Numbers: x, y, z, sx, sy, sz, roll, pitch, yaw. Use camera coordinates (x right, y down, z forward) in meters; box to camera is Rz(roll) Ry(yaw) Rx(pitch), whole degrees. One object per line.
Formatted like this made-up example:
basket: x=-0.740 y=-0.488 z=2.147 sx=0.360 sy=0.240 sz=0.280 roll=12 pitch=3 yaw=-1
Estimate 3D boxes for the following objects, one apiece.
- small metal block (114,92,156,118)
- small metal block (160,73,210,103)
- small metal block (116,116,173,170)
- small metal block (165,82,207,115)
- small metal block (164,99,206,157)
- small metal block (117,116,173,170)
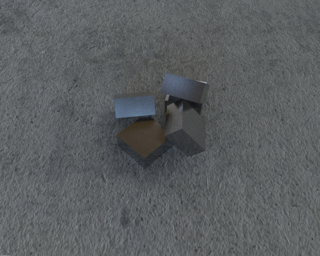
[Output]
small metal block: x=-0.034 y=-0.032 z=0.415 sx=0.050 sy=0.025 sz=0.050 roll=-6 pitch=13 yaw=-6
small metal block: x=0.034 y=-0.050 z=0.397 sx=0.050 sy=0.025 sz=0.050 roll=17 pitch=9 yaw=13
small metal block: x=-0.018 y=0.016 z=0.391 sx=0.050 sy=0.025 sz=0.050 roll=37 pitch=59 yaw=27
small metal block: x=0.037 y=-0.044 z=0.442 sx=0.050 sy=0.025 sz=0.050 roll=11 pitch=51 yaw=8
small metal block: x=0.032 y=0.000 z=0.386 sx=0.025 sy=0.050 sz=0.050 roll=-24 pitch=41 yaw=31
small metal block: x=-0.018 y=0.016 z=0.391 sx=0.050 sy=0.025 sz=0.050 roll=38 pitch=59 yaw=27
